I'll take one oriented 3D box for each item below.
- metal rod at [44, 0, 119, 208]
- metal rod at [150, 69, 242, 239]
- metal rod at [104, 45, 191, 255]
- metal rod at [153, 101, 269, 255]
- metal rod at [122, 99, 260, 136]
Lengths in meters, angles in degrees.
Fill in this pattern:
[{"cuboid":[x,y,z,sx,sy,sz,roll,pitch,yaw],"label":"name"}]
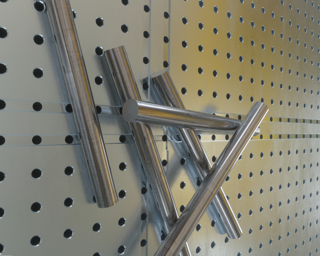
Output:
[{"cuboid":[-0.091,-0.056,0.334,0.025,0.025,0.298,-20,103,-39],"label":"metal rod"},{"cuboid":[0.062,0.052,0.463,0.025,0.025,0.299,-41,115,-32],"label":"metal rod"},{"cuboid":[-0.011,0.044,0.401,0.025,0.025,0.298,-29,108,-37],"label":"metal rod"},{"cuboid":[0.076,0.074,0.435,0.301,0.025,0.025,-51,121,-24],"label":"metal rod"},{"cuboid":[0.068,-0.008,0.439,0.302,0.025,0.025,6,86,-49],"label":"metal rod"}]
